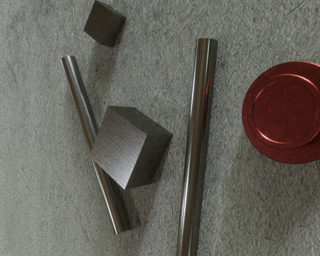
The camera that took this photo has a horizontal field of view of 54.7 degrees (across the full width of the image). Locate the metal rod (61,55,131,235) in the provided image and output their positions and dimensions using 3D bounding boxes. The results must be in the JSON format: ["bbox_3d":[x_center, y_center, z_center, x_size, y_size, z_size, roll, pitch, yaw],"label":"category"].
[{"bbox_3d":[-0.106,0.016,0.489,0.025,0.025,0.299,-33,70,35],"label":"metal rod"}]

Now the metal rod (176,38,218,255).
[{"bbox_3d":[0.042,0.047,0.368,0.025,0.025,0.298,8,95,39],"label":"metal rod"}]

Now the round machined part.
[{"bbox_3d":[0.123,-0.015,0.292,0.098,0.042,0.097,0,90,39],"label":"round machined part"}]

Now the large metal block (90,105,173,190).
[{"bbox_3d":[-0.041,0.024,0.420,0.080,0.050,0.079,35,112,34],"label":"large metal block"}]

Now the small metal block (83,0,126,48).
[{"bbox_3d":[-0.085,-0.159,0.473,0.050,0.025,0.050,43,116,31],"label":"small metal block"}]
